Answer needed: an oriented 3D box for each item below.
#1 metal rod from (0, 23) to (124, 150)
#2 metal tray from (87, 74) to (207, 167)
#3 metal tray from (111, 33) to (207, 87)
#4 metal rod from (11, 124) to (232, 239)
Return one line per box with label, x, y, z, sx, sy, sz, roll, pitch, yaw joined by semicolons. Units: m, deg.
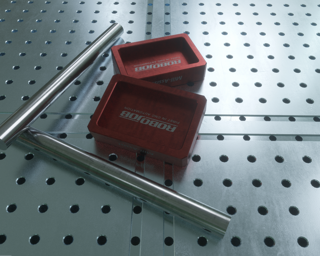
metal rod;-0.131;-0.080;0.453;0.025;0.025;0.301;17;46;13
metal tray;-0.015;-0.013;0.399;0.131;0.030;0.090;16;67;12
metal tray;-0.003;-0.103;0.490;0.131;0.030;0.090;-14;52;-12
metal rod;-0.065;0.050;0.364;0.301;0.025;0.025;21;53;16
